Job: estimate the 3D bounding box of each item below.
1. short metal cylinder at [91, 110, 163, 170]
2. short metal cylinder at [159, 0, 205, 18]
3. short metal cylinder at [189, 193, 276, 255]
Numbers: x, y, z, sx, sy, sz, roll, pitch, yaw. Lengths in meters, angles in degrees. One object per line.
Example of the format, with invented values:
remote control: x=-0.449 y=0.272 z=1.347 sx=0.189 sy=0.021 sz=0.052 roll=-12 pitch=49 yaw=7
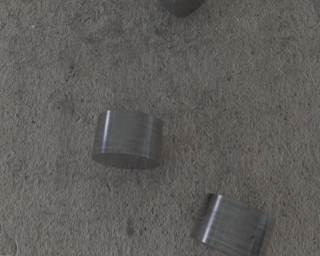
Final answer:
short metal cylinder: x=-0.038 y=0.017 z=0.372 sx=0.080 sy=0.080 sz=0.050 roll=4 pitch=70 yaw=1
short metal cylinder: x=0.034 y=-0.212 z=0.457 sx=0.080 sy=0.080 sz=0.050 roll=-38 pitch=75 yaw=-13
short metal cylinder: x=0.078 y=0.111 z=0.339 sx=0.080 sy=0.080 sz=0.050 roll=22 pitch=72 yaw=8
